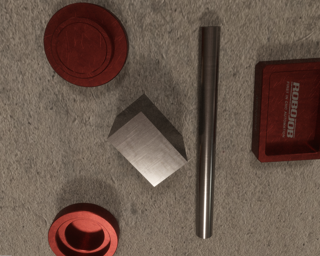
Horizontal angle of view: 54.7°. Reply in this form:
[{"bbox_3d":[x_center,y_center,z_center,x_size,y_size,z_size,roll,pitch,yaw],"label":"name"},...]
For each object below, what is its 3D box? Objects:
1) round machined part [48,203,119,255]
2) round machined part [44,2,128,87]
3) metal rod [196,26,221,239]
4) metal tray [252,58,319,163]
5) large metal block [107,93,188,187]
[{"bbox_3d":[-0.108,0.151,0.455,0.099,0.042,0.097,0,110,-1],"label":"round machined part"},{"bbox_3d":[-0.087,-0.096,0.364,0.099,0.042,0.097,0,110,-1],"label":"round machined part"},{"bbox_3d":[0.063,0.020,0.417,0.025,0.025,0.298,-2,110,0],"label":"metal rod"},{"bbox_3d":[0.170,-0.022,0.401,0.091,0.030,0.129,-4,110,1],"label":"metal tray"},{"bbox_3d":[-0.014,0.012,0.385,0.050,0.080,0.080,-39,106,13],"label":"large metal block"}]
